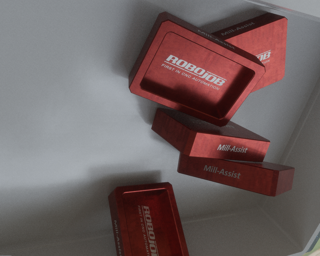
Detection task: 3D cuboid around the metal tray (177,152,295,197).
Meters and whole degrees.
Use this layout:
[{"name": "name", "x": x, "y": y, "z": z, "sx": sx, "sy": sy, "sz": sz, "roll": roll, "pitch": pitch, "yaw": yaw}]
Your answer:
[{"name": "metal tray", "x": 0.101, "y": 0.056, "z": 0.414, "sx": 0.091, "sy": 0.130, "sz": 0.030, "roll": 6, "pitch": 92, "yaw": -55}]

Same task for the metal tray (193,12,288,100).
[{"name": "metal tray", "x": 0.104, "y": -0.087, "z": 0.408, "sx": 0.131, "sy": 0.030, "sz": 0.090, "roll": -24, "pitch": 127, "yaw": -14}]

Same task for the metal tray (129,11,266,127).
[{"name": "metal tray", "x": 0.040, "y": -0.062, "z": 0.354, "sx": 0.131, "sy": 0.030, "sz": 0.089, "roll": 20, "pitch": 121, "yaw": -19}]

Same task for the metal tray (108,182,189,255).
[{"name": "metal tray", "x": -0.015, "y": 0.144, "z": 0.425, "sx": 0.091, "sy": 0.130, "sz": 0.030, "roll": 0, "pitch": 152, "yaw": -29}]

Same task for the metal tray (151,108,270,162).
[{"name": "metal tray", "x": 0.066, "y": 0.009, "z": 0.405, "sx": 0.131, "sy": 0.090, "sz": 0.030, "roll": 8, "pitch": 106, "yaw": -32}]
